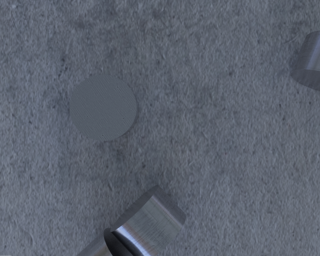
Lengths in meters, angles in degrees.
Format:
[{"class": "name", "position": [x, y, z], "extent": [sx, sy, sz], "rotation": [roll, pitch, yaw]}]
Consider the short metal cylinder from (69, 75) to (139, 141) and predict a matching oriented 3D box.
[{"class": "short metal cylinder", "position": [-0.068, -0.025, 0.397], "extent": [0.081, 0.050, 0.079], "rotation": [0, 90, -1]}]

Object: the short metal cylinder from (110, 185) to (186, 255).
[{"class": "short metal cylinder", "position": [-0.014, 0.116, 0.382], "extent": [0.080, 0.080, 0.050], "rotation": [-42, 90, 0]}]

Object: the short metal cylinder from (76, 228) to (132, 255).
[{"class": "short metal cylinder", "position": [-0.060, 0.172, 0.382], "extent": [0.050, 0.080, 0.080], "rotation": [-43, 91, 0]}]

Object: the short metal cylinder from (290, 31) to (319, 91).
[{"class": "short metal cylinder", "position": [0.213, -0.079, 0.385], "extent": [0.080, 0.080, 0.050], "rotation": [22, 90, -1]}]
